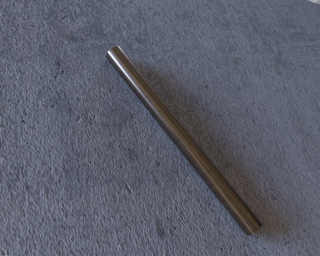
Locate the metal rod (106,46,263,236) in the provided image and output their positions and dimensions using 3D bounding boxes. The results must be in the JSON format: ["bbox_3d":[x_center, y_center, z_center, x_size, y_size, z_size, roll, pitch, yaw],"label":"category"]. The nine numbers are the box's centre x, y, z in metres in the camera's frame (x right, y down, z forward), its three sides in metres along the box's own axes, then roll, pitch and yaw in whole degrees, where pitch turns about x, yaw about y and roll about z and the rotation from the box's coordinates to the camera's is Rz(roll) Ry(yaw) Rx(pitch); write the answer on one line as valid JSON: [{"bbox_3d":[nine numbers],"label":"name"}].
[{"bbox_3d":[0.027,0.011,0.410,0.025,0.025,0.300,-32,79,-38],"label":"metal rod"}]
